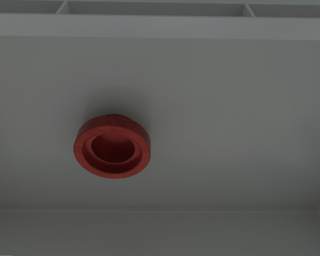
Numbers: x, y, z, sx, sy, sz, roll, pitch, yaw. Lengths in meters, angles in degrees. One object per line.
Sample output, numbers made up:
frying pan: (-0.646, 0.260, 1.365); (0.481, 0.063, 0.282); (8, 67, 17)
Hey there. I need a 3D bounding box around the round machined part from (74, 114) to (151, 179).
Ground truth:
round machined part: (-0.061, 0.020, 0.415); (0.099, 0.042, 0.097); (0, 130, 0)
